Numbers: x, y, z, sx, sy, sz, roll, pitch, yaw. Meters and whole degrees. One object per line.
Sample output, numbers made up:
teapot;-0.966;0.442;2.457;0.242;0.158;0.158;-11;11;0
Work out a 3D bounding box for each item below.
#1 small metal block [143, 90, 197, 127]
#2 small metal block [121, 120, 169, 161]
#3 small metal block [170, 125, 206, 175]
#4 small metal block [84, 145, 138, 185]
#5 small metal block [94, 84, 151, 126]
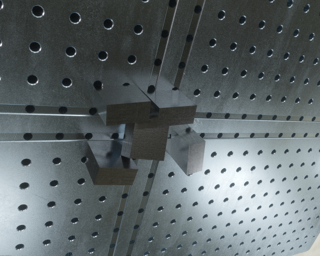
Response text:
small metal block;0.010;-0.026;0.386;0.050;0.050;0.025;-6;121;-26
small metal block;-0.019;0.014;0.400;0.050;0.025;0.050;9;90;-33
small metal block;0.038;0.029;0.436;0.025;0.050;0.050;-13;124;-22
small metal block;-0.062;0.047;0.391;0.050;0.050;0.025;7;115;-32
small metal block;-0.044;-0.028;0.355;0.050;0.050;0.025;-7;122;-25
